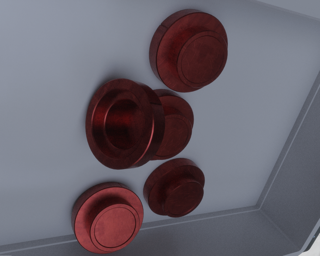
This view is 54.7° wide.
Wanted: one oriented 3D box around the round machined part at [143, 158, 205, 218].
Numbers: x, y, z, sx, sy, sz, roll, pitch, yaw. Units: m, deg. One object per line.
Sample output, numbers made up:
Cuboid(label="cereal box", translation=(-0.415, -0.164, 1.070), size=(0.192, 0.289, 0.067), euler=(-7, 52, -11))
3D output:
Cuboid(label="round machined part", translation=(0.028, 0.098, 0.476), size=(0.099, 0.042, 0.097), euler=(-14, 125, -21))

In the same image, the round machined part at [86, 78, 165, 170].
Cuboid(label="round machined part", translation=(-0.034, -0.004, 0.347), size=(0.042, 0.098, 0.097), euler=(4, 119, -55))

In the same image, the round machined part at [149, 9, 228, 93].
Cuboid(label="round machined part", translation=(0.040, -0.087, 0.368), size=(0.099, 0.042, 0.097), euler=(-14, 125, -21))

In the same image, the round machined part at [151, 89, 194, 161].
Cuboid(label="round machined part", translation=(0.002, 0.003, 0.402), size=(0.099, 0.042, 0.097), euler=(-14, 125, -21))

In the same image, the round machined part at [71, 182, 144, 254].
Cuboid(label="round machined part", translation=(-0.067, 0.127, 0.423), size=(0.099, 0.042, 0.097), euler=(-6, 102, -26))
